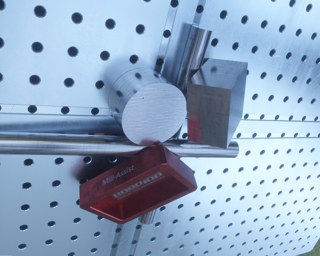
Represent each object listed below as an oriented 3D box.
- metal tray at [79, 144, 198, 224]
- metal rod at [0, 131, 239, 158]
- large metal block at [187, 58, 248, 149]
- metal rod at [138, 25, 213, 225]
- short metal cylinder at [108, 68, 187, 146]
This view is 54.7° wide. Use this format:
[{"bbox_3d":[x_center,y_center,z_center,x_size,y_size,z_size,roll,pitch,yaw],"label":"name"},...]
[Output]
[{"bbox_3d":[-0.028,0.079,0.408,0.130,0.030,0.090,-29,138,17],"label":"metal tray"},{"bbox_3d":[-0.034,0.023,0.385,0.302,0.025,0.025,3,117,-22],"label":"metal rod"},{"bbox_3d":[0.072,-0.033,0.388,0.080,0.050,0.079,-50,145,-48],"label":"large metal block"},{"bbox_3d":[0.014,0.013,0.426,0.025,0.025,0.298,1,118,-29],"label":"metal rod"},{"bbox_3d":[-0.015,-0.026,0.370,0.081,0.050,0.079,-14,124,-21],"label":"short metal cylinder"}]
